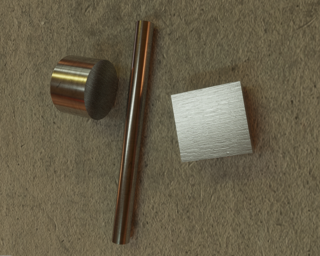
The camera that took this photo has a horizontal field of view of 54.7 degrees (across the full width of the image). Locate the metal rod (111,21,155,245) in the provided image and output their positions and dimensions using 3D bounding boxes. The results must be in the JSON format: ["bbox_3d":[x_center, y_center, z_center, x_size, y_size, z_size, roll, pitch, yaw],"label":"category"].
[{"bbox_3d":[-0.037,0.008,0.421,0.025,0.025,0.298,7,92,20],"label":"metal rod"}]

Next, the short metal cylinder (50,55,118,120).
[{"bbox_3d":[-0.099,-0.054,0.415,0.050,0.080,0.079,12,94,19],"label":"short metal cylinder"}]

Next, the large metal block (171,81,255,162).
[{"bbox_3d":[0.065,-0.006,0.373,0.080,0.050,0.080,-10,87,19],"label":"large metal block"}]
